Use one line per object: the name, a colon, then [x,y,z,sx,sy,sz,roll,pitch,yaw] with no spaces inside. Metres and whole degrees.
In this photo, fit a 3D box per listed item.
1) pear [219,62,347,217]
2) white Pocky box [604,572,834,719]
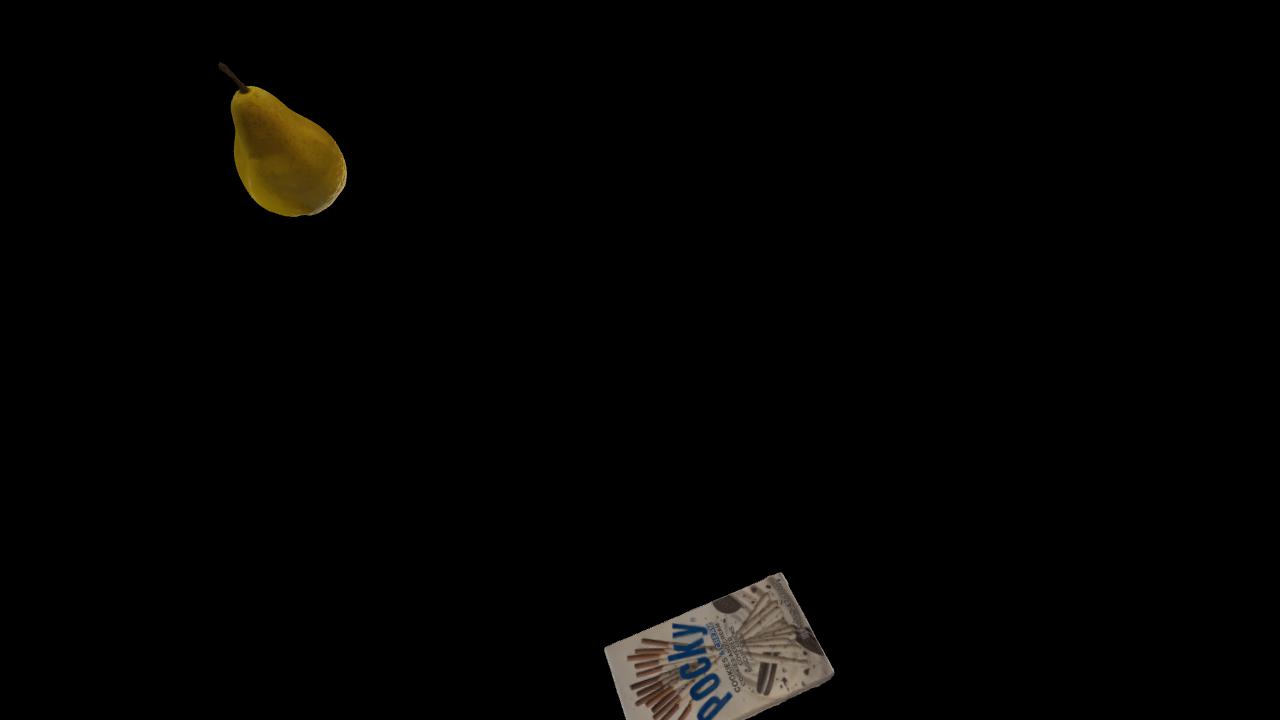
pear: [-0.262,-0.159,0.447,0.080,0.080,0.111,0,-26,-8]
white Pocky box: [0.058,0.230,0.467,0.154,0.084,0.028,-20,-39,-8]
